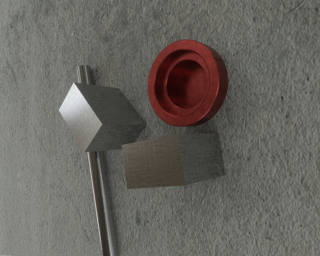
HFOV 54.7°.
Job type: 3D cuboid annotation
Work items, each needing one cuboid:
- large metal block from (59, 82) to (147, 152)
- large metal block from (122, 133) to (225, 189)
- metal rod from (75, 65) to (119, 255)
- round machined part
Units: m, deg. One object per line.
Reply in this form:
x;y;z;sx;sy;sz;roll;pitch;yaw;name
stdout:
-0.079;-0.015;0.432;0.080;0.081;0.050;52;120;27;large metal block
0.016;0.037;0.354;0.080;0.081;0.050;-12;82;39;large metal block
-0.099;0.048;0.483;0.025;0.025;0.298;-17;80;38;metal rod
0.036;-0.050;0.363;0.098;0.042;0.097;0;90;39;round machined part
